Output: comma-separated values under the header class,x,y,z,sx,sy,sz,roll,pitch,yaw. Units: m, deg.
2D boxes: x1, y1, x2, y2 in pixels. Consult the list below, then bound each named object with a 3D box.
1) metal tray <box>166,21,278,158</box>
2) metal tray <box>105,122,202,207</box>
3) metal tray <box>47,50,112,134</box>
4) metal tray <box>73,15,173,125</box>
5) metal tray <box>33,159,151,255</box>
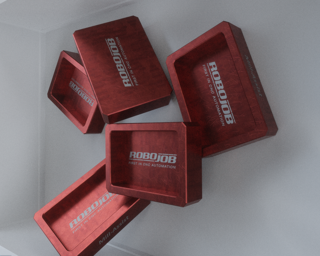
class,x,y,z,sx,sy,sz,roll,pitch,yaw
metal tray,0.064,-0.040,0.348,0.090,0.030,0.129,-25,74,37
metal tray,-0.012,0.038,0.373,0.130,0.030,0.089,0,90,41
metal tray,-0.130,-0.060,0.507,0.130,0.030,0.089,39,113,33
metal tray,-0.050,-0.079,0.404,0.030,0.091,0.130,102,147,-68
metal tray,-0.089,0.108,0.417,0.090,0.131,0.030,34,152,34
